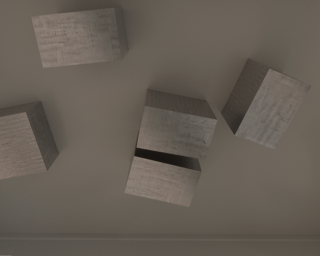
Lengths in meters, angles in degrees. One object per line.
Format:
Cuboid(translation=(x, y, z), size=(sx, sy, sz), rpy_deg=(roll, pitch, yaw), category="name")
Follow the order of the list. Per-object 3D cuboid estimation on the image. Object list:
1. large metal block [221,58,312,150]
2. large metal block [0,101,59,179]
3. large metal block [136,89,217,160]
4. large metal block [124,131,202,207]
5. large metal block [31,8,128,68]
Cuboid(translation=(0.121, -0.032, 0.372), size=(0.050, 0.080, 0.079), rpy_deg=(21, 109, -8), category="large metal block")
Cuboid(translation=(-0.189, 0.016, 0.401), size=(0.080, 0.050, 0.079), rpy_deg=(-10, 110, 3), category="large metal block")
Cuboid(translation=(0.018, -0.007, 0.380), size=(0.081, 0.080, 0.050), rpy_deg=(11, 110, -4), category="large metal block")
Cuboid(translation=(0.003, 0.050, 0.401), size=(0.081, 0.080, 0.050), rpy_deg=(14, 110, -6), category="large metal block")
Cuboid(translation=(-0.082, -0.102, 0.343), size=(0.080, 0.080, 0.050), rpy_deg=(-6, 110, 1), category="large metal block")
